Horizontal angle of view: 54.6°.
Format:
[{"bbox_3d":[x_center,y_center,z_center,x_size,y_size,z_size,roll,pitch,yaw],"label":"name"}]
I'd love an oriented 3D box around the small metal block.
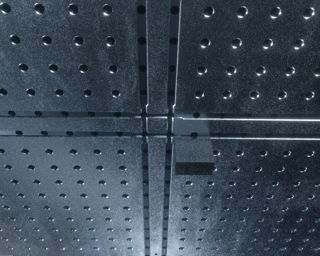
[{"bbox_3d":[0.046,0.038,0.427,0.050,0.050,0.025,1,130,-1],"label":"small metal block"}]
